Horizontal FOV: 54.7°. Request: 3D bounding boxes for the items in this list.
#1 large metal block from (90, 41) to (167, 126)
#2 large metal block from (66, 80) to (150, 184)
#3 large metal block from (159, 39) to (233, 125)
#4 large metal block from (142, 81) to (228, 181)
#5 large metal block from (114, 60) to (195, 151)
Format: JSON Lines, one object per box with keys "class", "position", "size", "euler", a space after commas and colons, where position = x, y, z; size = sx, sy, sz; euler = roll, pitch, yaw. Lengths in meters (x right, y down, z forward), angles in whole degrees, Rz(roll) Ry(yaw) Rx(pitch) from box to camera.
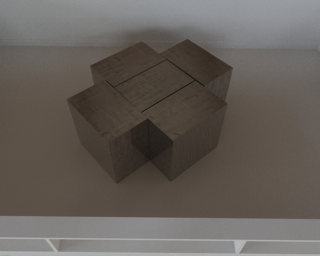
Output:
{"class": "large metal block", "position": [-0.039, -0.056, 0.414], "size": [0.080, 0.080, 0.050], "euler": [-33, 58, -25]}
{"class": "large metal block", "position": [-0.058, 0.004, 0.364], "size": [0.050, 0.080, 0.080], "euler": [-34, 58, -25]}
{"class": "large metal block", "position": [0.044, -0.059, 0.419], "size": [0.050, 0.080, 0.080], "euler": [-34, 58, -25]}
{"class": "large metal block", "position": [0.027, 0.004, 0.366], "size": [0.080, 0.080, 0.050], "euler": [-33, 58, -25]}
{"class": "large metal block", "position": [-0.006, -0.026, 0.390], "size": [0.080, 0.080, 0.050], "euler": [-33, 58, -25]}
